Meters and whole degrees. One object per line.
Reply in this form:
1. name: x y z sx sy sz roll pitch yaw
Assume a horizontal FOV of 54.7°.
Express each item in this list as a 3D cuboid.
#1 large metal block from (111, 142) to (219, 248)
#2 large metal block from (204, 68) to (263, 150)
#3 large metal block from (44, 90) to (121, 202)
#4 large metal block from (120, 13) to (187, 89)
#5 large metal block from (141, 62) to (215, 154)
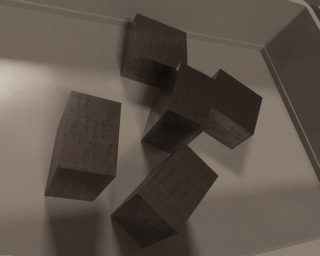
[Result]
1. large metal block: 0.004 0.073 0.330 0.050 0.080 0.080 45 51 2
2. large metal block: 0.098 -0.028 0.462 0.080 0.050 0.080 33 51 -7
3. large metal block: -0.079 0.022 0.315 0.050 0.080 0.080 13 56 -21
4. large metal block: -0.008 -0.109 0.453 0.081 0.050 0.080 15 56 -20
5. large metal block: 0.023 -0.023 0.398 0.050 0.080 0.080 26 53 -13
